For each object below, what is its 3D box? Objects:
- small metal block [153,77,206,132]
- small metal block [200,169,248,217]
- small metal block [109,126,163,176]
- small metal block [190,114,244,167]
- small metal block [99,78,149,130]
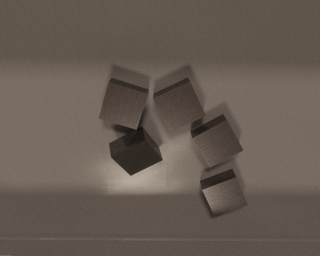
[{"bbox_3d":[0.025,-0.030,0.401,0.050,0.025,0.050,-25,109,8],"label":"small metal block"},{"bbox_3d":[0.092,0.094,0.447,0.050,0.025,0.050,-23,109,7],"label":"small metal block"},{"bbox_3d":[-0.032,0.032,0.412,0.050,0.025,0.050,-27,135,9],"label":"small metal block"},{"bbox_3d":[0.076,0.017,0.419,0.050,0.025,0.050,-29,108,9],"label":"small metal block"},{"bbox_3d":[-0.046,-0.031,0.399,0.050,0.025,0.050,17,109,-7],"label":"small metal block"}]
